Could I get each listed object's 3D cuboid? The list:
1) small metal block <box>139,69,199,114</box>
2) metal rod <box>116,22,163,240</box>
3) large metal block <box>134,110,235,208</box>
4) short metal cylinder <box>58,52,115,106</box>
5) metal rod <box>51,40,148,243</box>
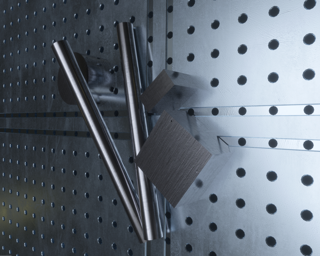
[{"bbox_3d":[0.011,-0.043,0.384,0.050,0.050,0.025,-45,63,30],"label":"small metal block"},{"bbox_3d":[-0.030,-0.003,0.427,0.025,0.025,0.298,-16,78,39],"label":"metal rod"},{"bbox_3d":[0.027,0.034,0.371,0.080,0.050,0.080,45,117,30],"label":"large metal block"},{"bbox_3d":[-0.117,-0.075,0.490,0.080,0.050,0.079,0,90,40],"label":"short metal cylinder"},{"bbox_3d":[-0.080,0.017,0.433,0.025,0.025,0.299,-27,86,37],"label":"metal rod"}]
